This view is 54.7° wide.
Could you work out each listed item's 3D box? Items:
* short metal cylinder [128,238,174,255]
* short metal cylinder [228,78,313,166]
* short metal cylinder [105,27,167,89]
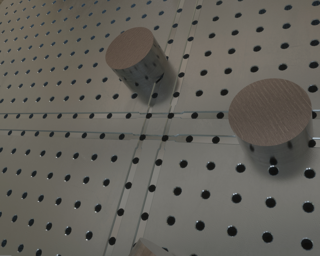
[{"bbox_3d":[0.001,0.145,0.283,0.080,0.080,0.050,25,76,36],"label":"short metal cylinder"},{"bbox_3d":[0.120,-0.006,0.333,0.080,0.050,0.080,-13,56,20],"label":"short metal cylinder"},{"bbox_3d":[-0.035,-0.107,0.475,0.080,0.050,0.080,-13,56,20],"label":"short metal cylinder"}]
